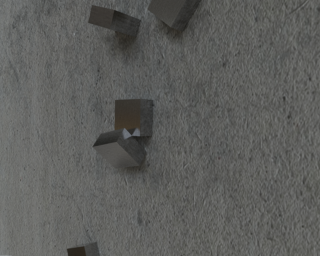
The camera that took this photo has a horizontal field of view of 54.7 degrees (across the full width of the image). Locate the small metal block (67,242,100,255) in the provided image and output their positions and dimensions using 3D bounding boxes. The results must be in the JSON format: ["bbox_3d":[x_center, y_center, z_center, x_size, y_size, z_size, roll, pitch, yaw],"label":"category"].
[{"bbox_3d":[-0.123,0.218,0.507,0.050,0.025,0.050,-24,75,37],"label":"small metal block"}]

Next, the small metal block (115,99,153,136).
[{"bbox_3d":[-0.037,-0.015,0.436,0.050,0.025,0.050,2,91,40],"label":"small metal block"}]

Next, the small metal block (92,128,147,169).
[{"bbox_3d":[-0.056,0.030,0.433,0.050,0.050,0.025,-13,39,39],"label":"small metal block"}]

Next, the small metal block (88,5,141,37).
[{"bbox_3d":[-0.065,-0.152,0.442,0.050,0.050,0.025,27,107,37],"label":"small metal block"}]

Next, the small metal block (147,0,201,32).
[{"bbox_3d":[0.019,-0.158,0.390,0.050,0.025,0.050,47,118,30],"label":"small metal block"}]
